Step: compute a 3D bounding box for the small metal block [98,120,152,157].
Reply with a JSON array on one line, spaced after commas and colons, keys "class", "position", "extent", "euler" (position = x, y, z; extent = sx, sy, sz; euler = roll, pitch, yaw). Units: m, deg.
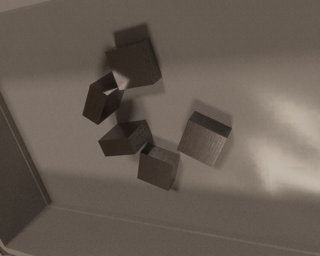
[{"class": "small metal block", "position": [-0.047, 0.014, 0.424], "extent": [0.050, 0.050, 0.025], "euler": [-7, 115, 31]}]

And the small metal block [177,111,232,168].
[{"class": "small metal block", "position": [0.055, 0.014, 0.388], "extent": [0.050, 0.025, 0.050], "euler": [26, 128, 11]}]

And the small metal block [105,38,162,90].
[{"class": "small metal block", "position": [-0.032, -0.077, 0.376], "extent": [0.050, 0.025, 0.050], "euler": [-5, 116, 30]}]

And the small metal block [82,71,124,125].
[{"class": "small metal block", "position": [-0.071, -0.040, 0.404], "extent": [0.025, 0.050, 0.050], "euler": [32, 128, 7]}]

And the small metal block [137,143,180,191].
[{"class": "small metal block", "position": [-0.002, 0.056, 0.443], "extent": [0.050, 0.025, 0.050], "euler": [20, 126, 16]}]
